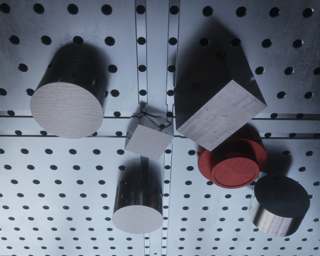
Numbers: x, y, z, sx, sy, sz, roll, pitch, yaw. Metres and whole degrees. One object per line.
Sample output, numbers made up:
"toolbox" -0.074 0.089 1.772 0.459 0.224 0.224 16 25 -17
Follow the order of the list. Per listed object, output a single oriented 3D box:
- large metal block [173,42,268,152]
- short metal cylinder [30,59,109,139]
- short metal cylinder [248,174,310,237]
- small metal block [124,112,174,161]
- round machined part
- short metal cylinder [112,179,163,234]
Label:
"large metal block" 0.062 -0.035 0.346 0.050 0.080 0.080 31 123 -24
"short metal cylinder" -0.104 -0.033 0.366 0.081 0.050 0.079 0 130 0
"short metal cylinder" 0.181 0.118 0.478 0.081 0.080 0.050 0 130 0
"small metal block" -0.015 0.012 0.422 0.050 0.025 0.050 20 127 -16
"round machined part" 0.104 0.050 0.444 0.099 0.042 0.097 0 131 0
"short metal cylinder" -0.035 0.129 0.504 0.081 0.050 0.079 0 130 0
